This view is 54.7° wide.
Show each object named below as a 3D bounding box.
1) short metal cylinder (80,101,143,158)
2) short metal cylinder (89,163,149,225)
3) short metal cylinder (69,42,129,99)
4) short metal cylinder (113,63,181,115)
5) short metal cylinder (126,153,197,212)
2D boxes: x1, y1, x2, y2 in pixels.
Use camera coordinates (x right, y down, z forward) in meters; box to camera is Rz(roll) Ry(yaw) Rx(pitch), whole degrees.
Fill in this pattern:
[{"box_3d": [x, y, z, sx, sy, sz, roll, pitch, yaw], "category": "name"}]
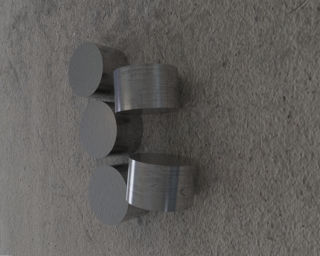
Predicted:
[{"box_3d": [-0.071, 0.002, 0.447, 0.080, 0.050, 0.080, 0, 90, 40], "category": "short metal cylinder"}, {"box_3d": [-0.054, 0.090, 0.434, 0.080, 0.050, 0.080, 0, 90, 40], "category": "short metal cylinder"}, {"box_3d": [-0.092, -0.084, 0.465, 0.080, 0.050, 0.080, 0, 90, 40], "category": "short metal cylinder"}, {"box_3d": [-0.016, -0.045, 0.382, 0.080, 0.081, 0.050, -6, 87, 40], "category": "short metal cylinder"}, {"box_3d": [0.002, 0.061, 0.368, 0.080, 0.081, 0.050, 8, 96, 39], "category": "short metal cylinder"}]
